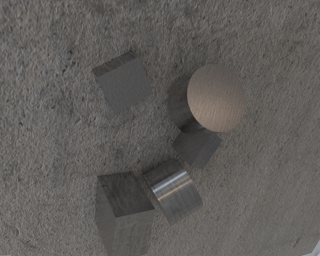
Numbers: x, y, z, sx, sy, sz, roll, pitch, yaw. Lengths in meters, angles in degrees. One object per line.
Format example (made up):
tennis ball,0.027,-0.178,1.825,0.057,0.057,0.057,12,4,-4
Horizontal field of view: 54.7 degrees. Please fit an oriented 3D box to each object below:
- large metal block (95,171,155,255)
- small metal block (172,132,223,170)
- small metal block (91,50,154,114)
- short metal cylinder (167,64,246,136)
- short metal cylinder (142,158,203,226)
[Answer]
large metal block,-0.051,0.117,0.416,0.050,0.080,0.079,-5,121,-26
small metal block,0.051,0.021,0.431,0.025,0.050,0.050,20,108,-40
small metal block,-0.042,-0.052,0.352,0.050,0.025,0.050,-29,129,-10
short metal cylinder,0.056,-0.032,0.378,0.081,0.050,0.080,4,81,-24
short metal cylinder,0.017,0.089,0.436,0.050,0.080,0.080,-29,128,-10
